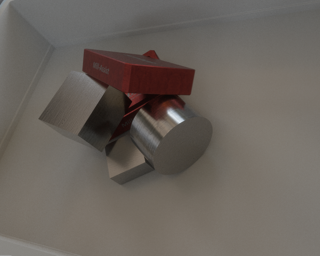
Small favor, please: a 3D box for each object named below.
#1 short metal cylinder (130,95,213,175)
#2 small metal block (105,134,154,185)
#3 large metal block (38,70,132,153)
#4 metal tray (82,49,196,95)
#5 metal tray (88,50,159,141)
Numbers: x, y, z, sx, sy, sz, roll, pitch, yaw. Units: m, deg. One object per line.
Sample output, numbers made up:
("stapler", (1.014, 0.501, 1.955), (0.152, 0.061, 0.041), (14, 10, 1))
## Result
("short metal cylinder", (0.013, 0.007, 0.357), (0.080, 0.080, 0.050), (-43, 51, -2))
("small metal block", (-0.040, 0.038, 0.400), (0.050, 0.025, 0.050), (-26, 53, 12))
("large metal block", (-0.098, -0.024, 0.411), (0.080, 0.050, 0.080), (18, 71, 34))
("metal tray", (-0.031, -0.071, 0.383), (0.130, 0.091, 0.030), (31, 117, 52))
("metal tray", (-0.046, -0.047, 0.451), (0.130, 0.030, 0.090), (-30, 52, 8))
